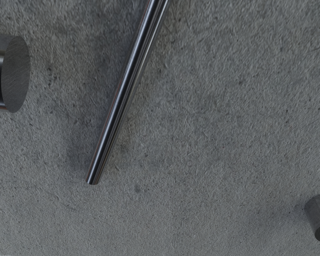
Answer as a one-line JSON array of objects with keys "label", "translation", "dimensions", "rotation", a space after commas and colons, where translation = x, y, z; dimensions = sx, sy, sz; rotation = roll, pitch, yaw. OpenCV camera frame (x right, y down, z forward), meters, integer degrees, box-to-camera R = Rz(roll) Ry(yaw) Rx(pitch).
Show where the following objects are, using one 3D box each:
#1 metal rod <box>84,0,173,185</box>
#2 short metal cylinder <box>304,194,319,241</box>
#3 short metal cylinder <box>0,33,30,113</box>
[{"label": "metal rod", "translation": [-0.049, -0.030, 0.381], "dimensions": [0.025, 0.025, 0.298], "rotation": [16, 128, -14]}, {"label": "short metal cylinder", "translation": [0.294, 0.151, 0.523], "dimensions": [0.081, 0.050, 0.079], "rotation": [0, 130, 0]}, {"label": "short metal cylinder", "translation": [-0.174, -0.058, 0.320], "dimensions": [0.050, 0.080, 0.079], "rotation": [7, 130, -6]}]
